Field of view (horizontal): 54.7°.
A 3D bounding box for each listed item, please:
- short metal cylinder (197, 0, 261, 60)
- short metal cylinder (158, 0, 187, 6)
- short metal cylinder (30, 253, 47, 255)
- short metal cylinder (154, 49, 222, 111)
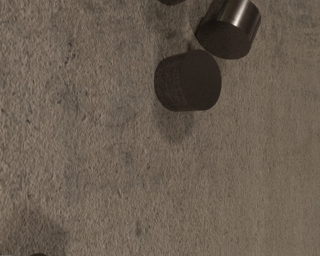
[{"bbox_3d":[0.101,-0.146,0.456,0.080,0.080,0.050,39,66,-34],"label":"short metal cylinder"},{"bbox_3d":[0.024,-0.210,0.410,0.081,0.050,0.079,0,90,-40],"label":"short metal cylinder"},{"bbox_3d":[-0.110,0.163,0.278,0.050,0.080,0.080,49,61,-30],"label":"short metal cylinder"},{"bbox_3d":[0.039,-0.063,0.423,0.081,0.050,0.079,0,90,-40],"label":"short metal cylinder"}]
